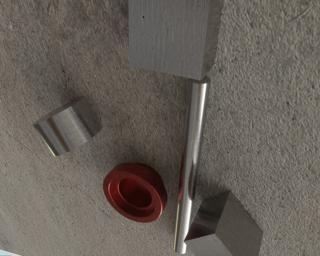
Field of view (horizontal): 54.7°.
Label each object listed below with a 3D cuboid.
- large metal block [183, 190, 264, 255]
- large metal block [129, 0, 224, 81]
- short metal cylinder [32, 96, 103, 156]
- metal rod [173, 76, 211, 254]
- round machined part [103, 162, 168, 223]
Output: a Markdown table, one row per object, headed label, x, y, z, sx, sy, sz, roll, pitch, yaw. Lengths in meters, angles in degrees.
| label | x | y | z | sx | sy | sz | roll | pitch | yaw |
| --- | --- | --- | --- | --- | --- | --- | --- | --- | --- |
| large metal block | 0.088 | 0.145 | 0.414 | 0.050 | 0.080 | 0.080 | -32 | 101 | 38 |
| large metal block | 0.016 | -0.102 | 0.318 | 0.080 | 0.050 | 0.079 | 15 | 125 | 19 |
| short metal cylinder | -0.128 | -0.004 | 0.435 | 0.080 | 0.080 | 0.050 | -16 | 110 | 34 |
| metal rod | 0.039 | 0.071 | 0.428 | 0.025 | 0.025 | 0.298 | 15 | 125 | 19 |
| round machined part | -0.033 | 0.092 | 0.469 | 0.098 | 0.042 | 0.097 | 13 | 124 | 20 |
